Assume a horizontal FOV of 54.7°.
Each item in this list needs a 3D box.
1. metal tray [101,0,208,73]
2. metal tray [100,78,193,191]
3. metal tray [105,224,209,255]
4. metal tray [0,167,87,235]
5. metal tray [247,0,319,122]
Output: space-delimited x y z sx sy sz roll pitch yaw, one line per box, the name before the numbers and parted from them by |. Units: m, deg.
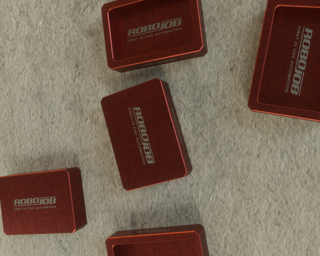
metal tray | -0.009 -0.130 0.408 0.130 0.030 0.089 -7 88 19
metal tray | -0.019 0.009 0.412 0.090 0.030 0.129 -17 84 18
metal tray | -0.001 0.180 0.405 0.130 0.030 0.089 -11 86 19
metal tray | -0.179 0.111 0.468 0.130 0.030 0.089 -9 87 19
metal tray | 0.157 -0.076 0.350 0.090 0.030 0.129 11 94 19
